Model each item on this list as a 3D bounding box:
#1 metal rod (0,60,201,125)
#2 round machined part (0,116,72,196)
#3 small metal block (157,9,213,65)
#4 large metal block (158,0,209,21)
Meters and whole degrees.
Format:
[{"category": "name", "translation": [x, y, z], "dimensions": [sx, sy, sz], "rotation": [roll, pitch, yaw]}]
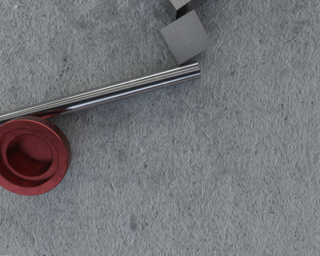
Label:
[{"category": "metal rod", "translation": [-0.095, -0.038, 0.409], "dimensions": [0.302, 0.025, 0.025], "rotation": [-15, 90, 0]}, {"category": "round machined part", "translation": [-0.162, 0.032, 0.393], "dimensions": [0.099, 0.042, 0.097], "rotation": [-1, 104, -3]}, {"category": "small metal block", "translation": [0.032, -0.117, 0.404], "dimensions": [0.050, 0.025, 0.050], "rotation": [-31, 106, 0]}, {"category": "large metal block", "translation": [0.030, -0.197, 0.397], "dimensions": [0.080, 0.050, 0.080], "rotation": [-35, 90, 0]}]
